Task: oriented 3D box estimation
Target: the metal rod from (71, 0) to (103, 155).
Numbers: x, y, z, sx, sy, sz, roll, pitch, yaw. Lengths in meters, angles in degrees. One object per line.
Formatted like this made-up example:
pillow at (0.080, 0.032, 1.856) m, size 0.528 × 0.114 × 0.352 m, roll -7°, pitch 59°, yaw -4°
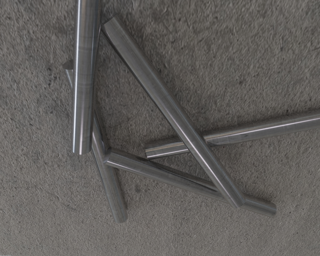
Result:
metal rod at (-0.071, -0.097, 0.302) m, size 0.025 × 0.025 × 0.298 m, roll 8°, pitch 123°, yaw -7°

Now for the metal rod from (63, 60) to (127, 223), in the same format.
metal rod at (-0.082, 0.042, 0.441) m, size 0.025 × 0.025 × 0.298 m, roll -4°, pitch 130°, yaw 3°

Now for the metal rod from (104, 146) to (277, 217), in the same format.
metal rod at (0.060, 0.088, 0.470) m, size 0.302 × 0.025 × 0.025 m, roll 22°, pitch 127°, yaw -22°

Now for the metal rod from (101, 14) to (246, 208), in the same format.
metal rod at (0.029, -0.002, 0.379) m, size 0.025 × 0.025 × 0.300 m, roll -27°, pitch 118°, yaw 21°

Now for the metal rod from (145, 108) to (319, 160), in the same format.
metal rod at (0.129, 0.003, 0.410) m, size 0.301 × 0.025 × 0.025 m, roll -12°, pitch 129°, yaw 9°
